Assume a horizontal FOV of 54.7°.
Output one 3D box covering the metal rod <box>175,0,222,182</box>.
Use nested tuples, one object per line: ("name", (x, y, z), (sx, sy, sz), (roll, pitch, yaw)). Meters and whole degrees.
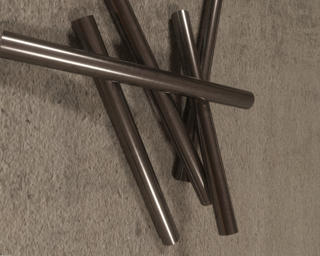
("metal rod", (0.060, -0.070, 0.457), (0.025, 0.025, 0.299), (18, 79, -39))

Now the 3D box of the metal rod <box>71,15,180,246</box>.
("metal rod", (-0.035, 0.016, 0.377), (0.025, 0.025, 0.298), (-32, 110, -36))

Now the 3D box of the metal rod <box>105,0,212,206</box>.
("metal rod", (0.005, -0.032, 0.391), (0.025, 0.025, 0.299), (-35, 106, -35))

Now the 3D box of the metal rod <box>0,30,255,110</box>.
("metal rod", (-0.012, -0.057, 0.351), (0.302, 0.025, 0.025), (8, 85, -29))

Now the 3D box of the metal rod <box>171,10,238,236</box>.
("metal rod", (0.057, -0.013, 0.411), (0.025, 0.025, 0.298), (-5, 80, -40))
